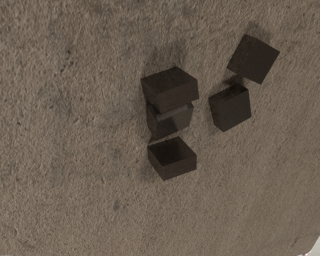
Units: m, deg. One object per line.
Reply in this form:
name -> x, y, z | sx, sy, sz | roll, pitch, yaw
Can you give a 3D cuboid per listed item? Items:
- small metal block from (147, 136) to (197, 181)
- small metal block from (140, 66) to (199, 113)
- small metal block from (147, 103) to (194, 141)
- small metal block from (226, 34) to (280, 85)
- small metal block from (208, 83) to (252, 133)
small metal block -> 0.016, 0.041, 0.426 | 0.050, 0.050, 0.025 | -17, 125, -19
small metal block -> 0.011, -0.047, 0.369 | 0.050, 0.050, 0.025 | -22, 126, -16
small metal block -> 0.012, -0.014, 0.393 | 0.050, 0.025, 0.050 | -23, 156, -14
small metal block -> 0.127, -0.093, 0.421 | 0.050, 0.025, 0.050 | 14, 111, -35
small metal block -> 0.102, -0.029, 0.447 | 0.050, 0.025, 0.050 | -28, 128, -11
